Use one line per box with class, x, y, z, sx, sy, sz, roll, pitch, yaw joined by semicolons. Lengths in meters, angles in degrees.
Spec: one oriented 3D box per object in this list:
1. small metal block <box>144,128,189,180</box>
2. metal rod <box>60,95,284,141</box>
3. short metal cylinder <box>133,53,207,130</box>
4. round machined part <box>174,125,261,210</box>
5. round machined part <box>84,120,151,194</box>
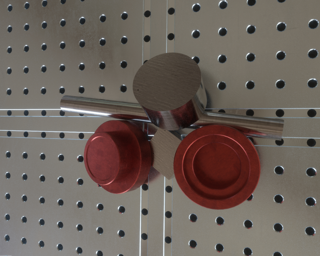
small metal block;0.011;0.031;0.405;0.050;0.025;0.050;38;102;16
metal rod;0.001;-0.017;0.408;0.301;0.025;0.025;8;93;19
short metal cylinder;0.013;-0.044;0.375;0.080;0.050;0.080;-6;63;13
round machined part;0.069;0.044;0.373;0.098;0.042;0.097;1;93;17
round machined part;-0.062;0.038;0.408;0.098;0.042;0.097;1;91;38
